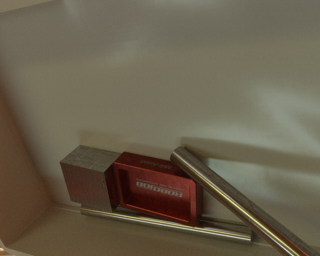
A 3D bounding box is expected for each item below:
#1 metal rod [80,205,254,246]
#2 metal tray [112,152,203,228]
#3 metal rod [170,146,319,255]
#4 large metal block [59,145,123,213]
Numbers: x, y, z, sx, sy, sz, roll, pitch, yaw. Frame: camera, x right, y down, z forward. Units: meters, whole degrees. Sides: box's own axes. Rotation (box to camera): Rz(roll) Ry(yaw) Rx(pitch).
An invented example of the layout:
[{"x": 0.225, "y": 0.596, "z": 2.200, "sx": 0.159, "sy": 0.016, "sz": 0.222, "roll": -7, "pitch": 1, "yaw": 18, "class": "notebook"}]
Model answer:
[{"x": -0.004, "y": 0.150, "z": 0.502, "sx": 0.301, "sy": 0.025, "sz": 0.025, "roll": 1, "pitch": 119, "yaw": 27, "class": "metal rod"}, {"x": -0.003, "y": 0.090, "z": 0.461, "sx": 0.130, "sy": 0.030, "sz": 0.089, "roll": 9, "pitch": 123, "yaw": 23, "class": "metal tray"}, {"x": 0.121, "y": 0.112, "z": 0.337, "sx": 0.300, "sy": 0.025, "sz": 0.025, "roll": 38, "pitch": 133, "yaw": 34, "class": "metal rod"}, {"x": -0.103, "y": 0.080, "z": 0.494, "sx": 0.080, "sy": 0.050, "sz": 0.079, "roll": 9, "pitch": 122, "yaw": 23, "class": "large metal block"}]
